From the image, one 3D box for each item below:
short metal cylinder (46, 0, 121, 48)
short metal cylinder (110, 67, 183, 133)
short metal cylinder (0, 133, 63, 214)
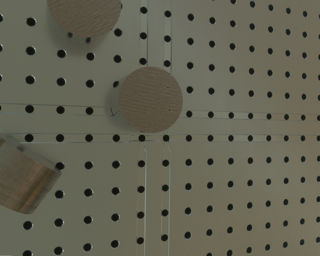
[{"bbox_3d":[-0.091,-0.141,0.366,0.081,0.050,0.079,0,90,-21],"label":"short metal cylinder"},{"bbox_3d":[-0.018,-0.034,0.394,0.081,0.050,0.079,0,90,-21],"label":"short metal cylinder"},{"bbox_3d":[-0.153,0.047,0.327,0.080,0.080,0.050,38,78,-17],"label":"short metal cylinder"}]
